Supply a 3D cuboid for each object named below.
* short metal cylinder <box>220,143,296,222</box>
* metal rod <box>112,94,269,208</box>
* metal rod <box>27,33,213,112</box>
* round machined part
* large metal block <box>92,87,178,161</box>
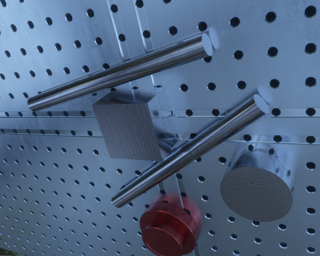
[{"bbox_3d":[0.118,0.065,0.372,0.080,0.050,0.079,13,124,20],"label":"short metal cylinder"},{"bbox_3d":[0.020,0.048,0.429,0.025,0.025,0.299,47,129,-5],"label":"metal rod"},{"bbox_3d":[-0.074,-0.063,0.409,0.300,0.025,0.025,-12,113,32],"label":"metal rod"},{"bbox_3d":[0.010,0.171,0.500,0.098,0.042,0.097,13,124,20],"label":"round machined part"},{"bbox_3d":[-0.031,-0.006,0.406,0.080,0.050,0.080,0,119,28],"label":"large metal block"}]
